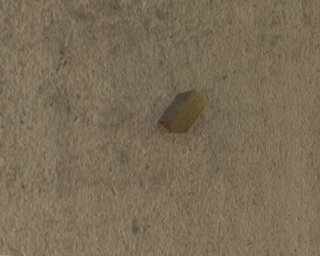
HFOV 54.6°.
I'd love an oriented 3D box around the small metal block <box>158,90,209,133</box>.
[{"bbox_3d":[0.029,-0.021,0.406,0.025,0.050,0.050,40,77,-16],"label":"small metal block"}]
